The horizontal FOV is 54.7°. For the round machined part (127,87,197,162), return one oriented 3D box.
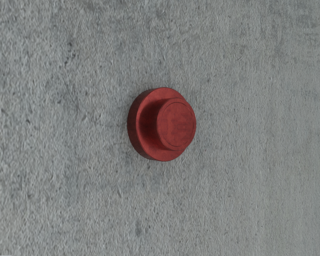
[{"bbox_3d":[0.009,-0.005,0.404,0.099,0.042,0.097,0,90,-40],"label":"round machined part"}]
